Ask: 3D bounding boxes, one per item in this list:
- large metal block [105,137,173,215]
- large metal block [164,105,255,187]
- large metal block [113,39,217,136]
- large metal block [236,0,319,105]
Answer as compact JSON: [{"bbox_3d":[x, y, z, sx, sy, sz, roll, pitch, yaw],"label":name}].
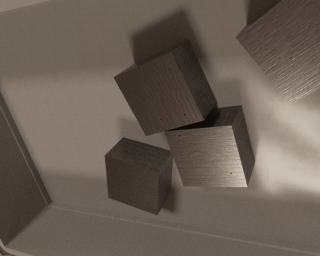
[{"bbox_3d":[-0.029,0.069,0.449,0.080,0.050,0.079,15,124,19],"label":"large metal block"},{"bbox_3d":[0.062,0.023,0.374,0.080,0.050,0.080,-6,116,30],"label":"large metal block"},{"bbox_3d":[0.008,-0.045,0.360,0.080,0.050,0.080,-16,110,34],"label":"large metal block"},{"bbox_3d":[0.129,-0.081,0.274,0.080,0.050,0.080,49,128,-7],"label":"large metal block"}]
